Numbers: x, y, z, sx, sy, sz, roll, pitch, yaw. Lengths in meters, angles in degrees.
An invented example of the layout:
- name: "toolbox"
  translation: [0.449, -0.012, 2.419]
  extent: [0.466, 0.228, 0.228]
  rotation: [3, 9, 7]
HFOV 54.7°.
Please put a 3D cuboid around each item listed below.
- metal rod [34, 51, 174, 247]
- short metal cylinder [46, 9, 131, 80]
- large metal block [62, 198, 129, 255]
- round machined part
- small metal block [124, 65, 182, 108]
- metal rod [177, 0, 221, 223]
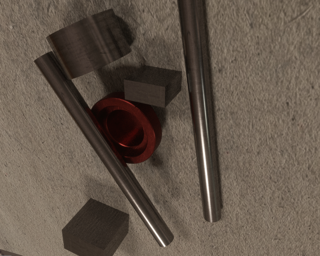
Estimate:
- name: "metal rod"
  translation: [-0.065, 0.038, 0.408]
  extent: [0.025, 0.025, 0.299]
  rotation: [-20, 108, 35]
- name: "short metal cylinder"
  translation: [-0.080, -0.095, 0.353]
  extent: [0.080, 0.080, 0.050]
  rotation: [-12, 113, 33]
- name: "large metal block"
  translation: [-0.109, 0.179, 0.538]
  extent: [0.080, 0.080, 0.050]
  rotation: [18, 126, 17]
- name: "round machined part"
  translation: [-0.042, -0.004, 0.414]
  extent: [0.098, 0.042, 0.097]
  rotation: [13, 124, 20]
- name: "small metal block"
  translation: [-0.007, -0.050, 0.362]
  extent: [0.050, 0.050, 0.025]
  rotation: [14, 124, 20]
- name: "metal rod"
  translation: [0.052, -0.004, 0.375]
  extent: [0.025, 0.025, 0.298]
  rotation: [4, 121, 26]
